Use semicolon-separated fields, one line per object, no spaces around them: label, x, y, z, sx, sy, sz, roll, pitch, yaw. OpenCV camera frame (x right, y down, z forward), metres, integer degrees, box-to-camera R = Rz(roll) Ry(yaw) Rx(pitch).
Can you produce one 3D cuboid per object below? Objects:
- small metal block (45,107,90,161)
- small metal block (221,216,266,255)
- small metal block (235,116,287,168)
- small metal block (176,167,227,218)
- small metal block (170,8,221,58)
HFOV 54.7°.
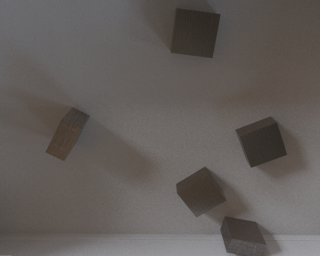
small metal block;-0.118;0.007;0.399;0.025;0.050;0.050;28;108;-10
small metal block;0.121;0.161;0.458;0.050;0.050;0.025;11;110;-4
small metal block;0.137;0.019;0.419;0.050;0.025;0.050;-22;109;7
small metal block;0.059;0.092;0.446;0.050;0.025;0.050;-34;107;11
small metal block;0.041;-0.113;0.370;0.050;0.025;0.050;7;110;-3
